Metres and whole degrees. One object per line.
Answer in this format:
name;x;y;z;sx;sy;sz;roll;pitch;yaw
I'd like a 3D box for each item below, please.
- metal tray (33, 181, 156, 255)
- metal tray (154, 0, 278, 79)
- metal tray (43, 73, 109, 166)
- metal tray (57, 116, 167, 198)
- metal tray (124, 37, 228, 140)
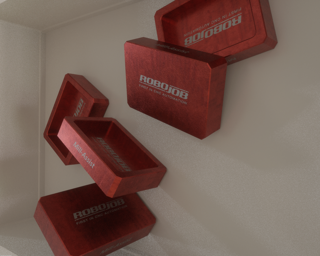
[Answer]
metal tray;-0.080;0.116;0.401;0.090;0.131;0.030;45;124;30
metal tray;0.057;-0.114;0.354;0.130;0.030;0.090;-15;81;38
metal tray;-0.144;-0.014;0.519;0.090;0.030;0.129;41;115;32
metal tray;-0.065;0.032;0.415;0.130;0.091;0.030;41;115;32
metal tray;0.013;-0.051;0.370;0.130;0.030;0.089;25;129;36
